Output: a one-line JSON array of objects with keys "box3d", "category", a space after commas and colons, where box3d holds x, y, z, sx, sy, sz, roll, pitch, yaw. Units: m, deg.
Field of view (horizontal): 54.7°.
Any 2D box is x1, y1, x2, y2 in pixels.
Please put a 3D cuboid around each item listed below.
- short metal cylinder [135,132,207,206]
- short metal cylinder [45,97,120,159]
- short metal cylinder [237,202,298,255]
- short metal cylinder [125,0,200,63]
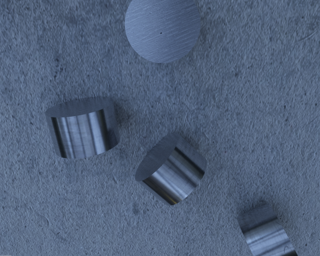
[{"box3d": [0.014, 0.052, 0.400, 0.050, 0.080, 0.080, 43, 105, -14], "category": "short metal cylinder"}, {"box3d": [-0.093, -0.003, 0.378, 0.080, 0.080, 0.050, -7, 110, 2], "category": "short metal cylinder"}, {"box3d": [0.151, 0.153, 0.438, 0.050, 0.080, 0.080, -28, 108, 10], "category": "short metal cylinder"}, {"box3d": [0.003, -0.118, 0.353, 0.081, 0.050, 0.079, 0, 110, 0], "category": "short metal cylinder"}]
